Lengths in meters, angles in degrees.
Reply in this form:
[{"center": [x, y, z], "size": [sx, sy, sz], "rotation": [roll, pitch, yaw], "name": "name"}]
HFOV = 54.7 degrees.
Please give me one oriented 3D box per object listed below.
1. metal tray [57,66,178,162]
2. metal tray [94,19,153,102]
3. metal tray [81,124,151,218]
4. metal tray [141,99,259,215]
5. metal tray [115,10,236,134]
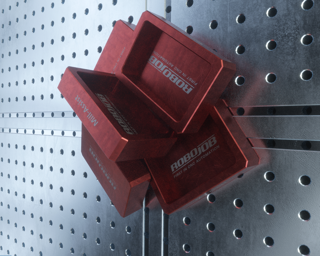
[{"center": [-0.050, -0.019, 0.366], "size": [0.130, 0.091, 0.030], "rotation": [48, 119, 29], "name": "metal tray"}, {"center": [-0.053, -0.076, 0.447], "size": [0.090, 0.030, 0.129], "rotation": [46, 117, 30], "name": "metal tray"}, {"center": [-0.068, 0.049, 0.435], "size": [0.130, 0.030, 0.089], "rotation": [50, 145, 28], "name": "metal tray"}, {"center": [0.039, 0.035, 0.371], "size": [0.129, 0.030, 0.090], "rotation": [-41, 66, 32], "name": "metal tray"}, {"center": [0.011, -0.065, 0.356], "size": [0.130, 0.030, 0.089], "rotation": [44, 116, 31], "name": "metal tray"}]
